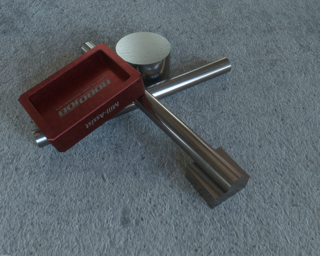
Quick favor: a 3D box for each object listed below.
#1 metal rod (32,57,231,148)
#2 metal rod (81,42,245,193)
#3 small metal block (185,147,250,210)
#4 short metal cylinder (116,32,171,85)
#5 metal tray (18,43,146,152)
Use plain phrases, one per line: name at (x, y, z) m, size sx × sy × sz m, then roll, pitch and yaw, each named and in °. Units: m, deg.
metal rod at (-0.026, -0.043, 0.441) m, size 0.302 × 0.025 × 0.025 m, roll -24°, pitch 54°, yaw -19°
metal rod at (-0.015, -0.031, 0.398) m, size 0.025 × 0.025 × 0.300 m, roll -32°, pitch 57°, yaw -24°
small metal block at (0.065, 0.057, 0.358) m, size 0.050 × 0.025 × 0.050 m, roll -27°, pitch 55°, yaw -21°
short metal cylinder at (-0.024, -0.103, 0.474) m, size 0.081 × 0.050 × 0.080 m, roll 0°, pitch 50°, yaw 0°
metal tray at (-0.096, -0.042, 0.385) m, size 0.131 × 0.030 × 0.090 m, roll -38°, pitch 59°, yaw -14°
